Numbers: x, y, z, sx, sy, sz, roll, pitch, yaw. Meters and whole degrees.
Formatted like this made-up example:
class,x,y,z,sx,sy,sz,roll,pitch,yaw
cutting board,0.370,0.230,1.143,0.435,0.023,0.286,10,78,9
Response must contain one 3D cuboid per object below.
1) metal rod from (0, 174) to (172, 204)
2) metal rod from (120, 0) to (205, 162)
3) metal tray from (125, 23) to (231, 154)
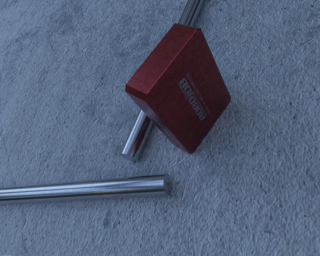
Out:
class,x,y,z,sx,sy,sz,roll,pitch,yaw
metal rod,-0.128,0.085,0.416,0.301,0.025,0.025,-8,58,23
metal rod,0.012,-0.092,0.452,0.025,0.025,0.300,9,66,31
metal tray,0.028,-0.037,0.344,0.030,0.130,0.090,29,78,37
